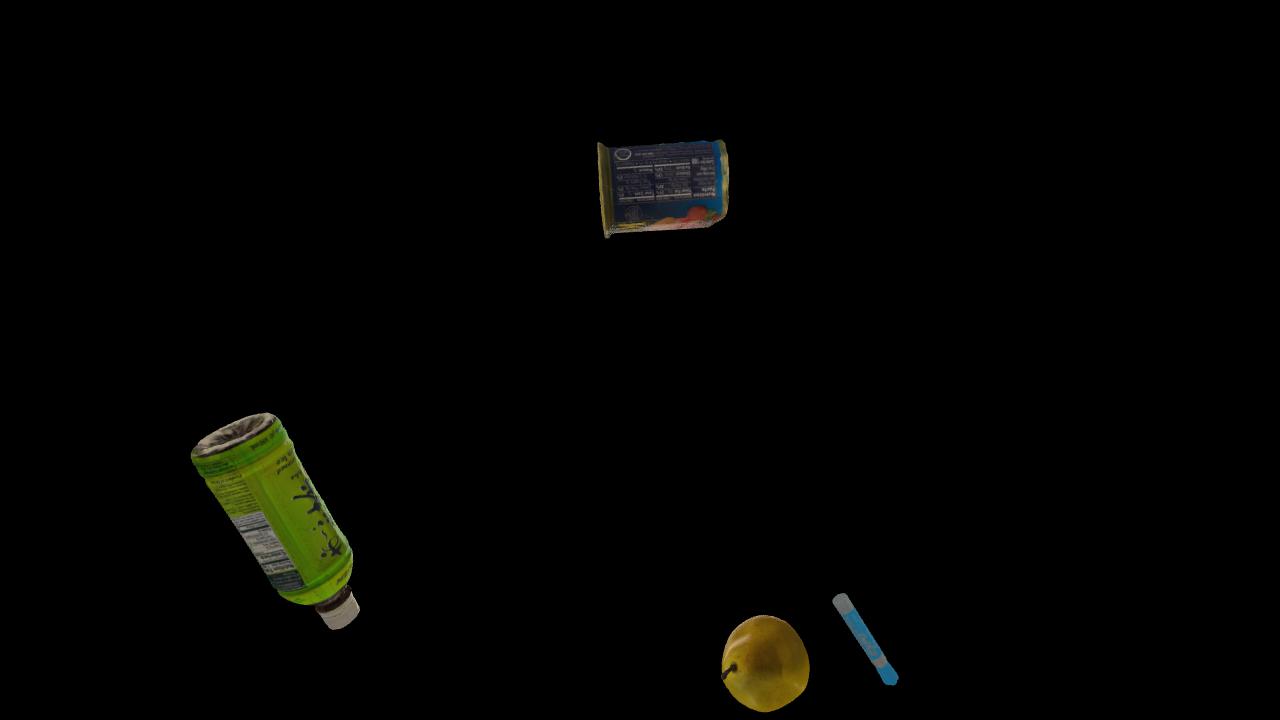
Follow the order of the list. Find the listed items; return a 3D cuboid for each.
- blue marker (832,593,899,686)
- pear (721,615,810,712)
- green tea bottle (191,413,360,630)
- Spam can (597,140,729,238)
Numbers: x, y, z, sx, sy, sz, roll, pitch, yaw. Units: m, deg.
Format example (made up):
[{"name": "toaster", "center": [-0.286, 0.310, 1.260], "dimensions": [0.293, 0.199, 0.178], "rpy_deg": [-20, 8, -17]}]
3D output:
[{"name": "blue marker", "center": [0.259, 0.322, 0.704], "dimensions": [0.020, 0.121, 0.020], "rpy_deg": [-33, 5, 3]}, {"name": "pear", "center": [0.100, 0.259, 0.531], "dimensions": [0.080, 0.080, 0.111], "rpy_deg": [0, -28, 30]}, {"name": "green tea bottle", "center": [-0.310, 0.153, 0.547], "dimensions": [0.073, 0.212, 0.073], "rpy_deg": [-12, 22, 5]}, {"name": "Spam can", "center": [0.014, -0.123, 0.444], "dimensions": [0.085, 0.058, 0.101], "rpy_deg": [-5, 8, -3]}]
